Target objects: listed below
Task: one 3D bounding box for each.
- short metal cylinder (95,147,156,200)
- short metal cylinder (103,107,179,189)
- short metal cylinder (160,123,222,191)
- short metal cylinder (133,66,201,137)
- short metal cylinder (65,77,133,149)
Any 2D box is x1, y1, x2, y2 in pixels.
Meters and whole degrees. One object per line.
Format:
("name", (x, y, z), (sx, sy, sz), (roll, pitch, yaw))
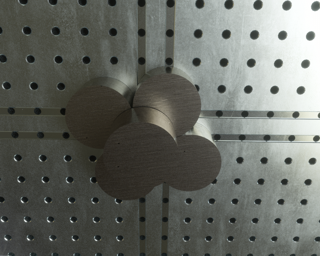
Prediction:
("short metal cylinder", (-0.042, 0.049, 0.417), (0.081, 0.050, 0.079), (0, 110, -1))
("short metal cylinder", (-0.020, 0.022, 0.352), (0.081, 0.050, 0.079), (-1, 112, -1))
("short metal cylinder", (0.037, 0.037, 0.413), (0.081, 0.050, 0.079), (0, 110, -1))
("short metal cylinder", (0.008, -0.033, 0.387), (0.081, 0.050, 0.079), (0, 110, -1))
("short metal cylinder", (-0.072, -0.020, 0.391), (0.081, 0.050, 0.079), (0, 110, -1))
